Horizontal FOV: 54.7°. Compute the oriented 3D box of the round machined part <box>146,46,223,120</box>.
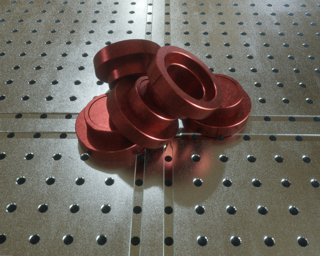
[{"bbox_3d":[0.025,-0.050,0.376,0.099,0.042,0.098,24,43,-24],"label":"round machined part"}]

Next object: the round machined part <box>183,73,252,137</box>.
[{"bbox_3d":[0.077,-0.038,0.429,0.099,0.042,0.098,0,50,0],"label":"round machined part"}]

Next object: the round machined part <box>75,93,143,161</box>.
[{"bbox_3d":[-0.061,-0.009,0.403,0.099,0.042,0.098,0,50,0],"label":"round machined part"}]

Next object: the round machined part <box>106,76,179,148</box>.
[{"bbox_3d":[-0.013,-0.026,0.388,0.098,0.042,0.098,28,39,-25],"label":"round machined part"}]

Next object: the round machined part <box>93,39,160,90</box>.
[{"bbox_3d":[-0.041,-0.080,0.433,0.099,0.098,0.042,-10,77,-8],"label":"round machined part"}]
